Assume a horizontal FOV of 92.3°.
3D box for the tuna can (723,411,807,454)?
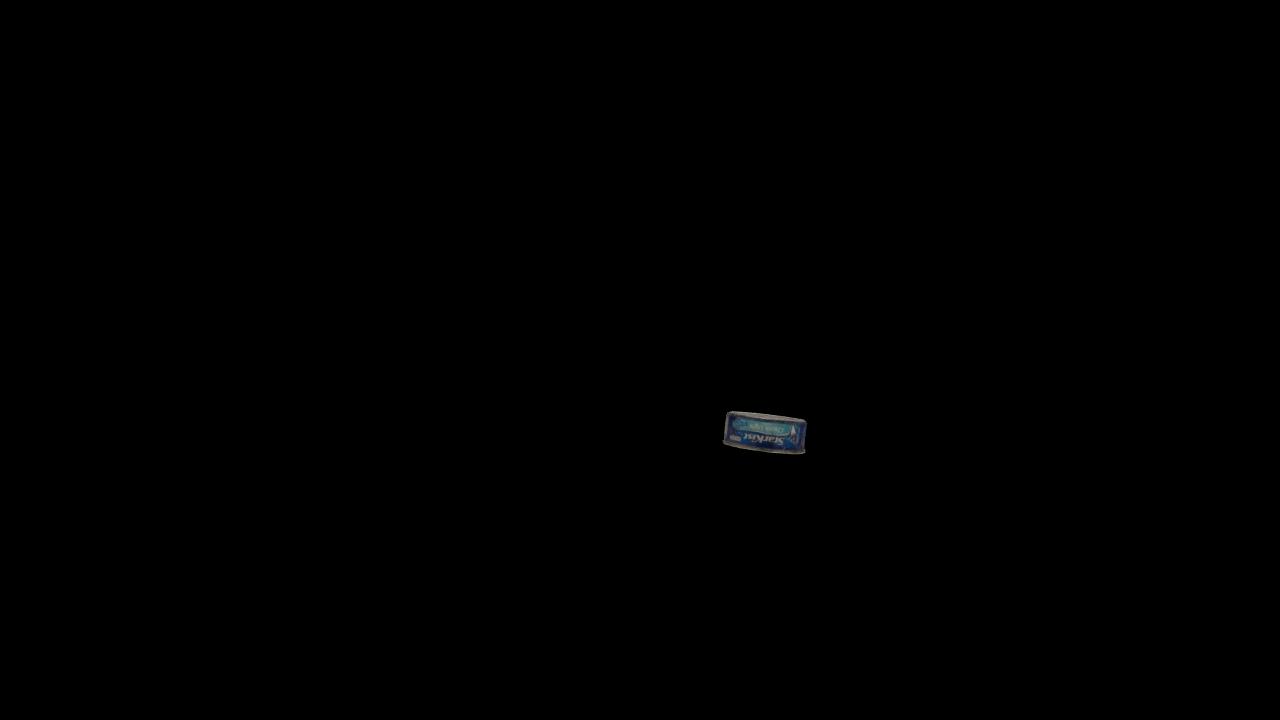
[{"bbox_3d":[0.129,0.074,0.634,0.084,0.034,0.084,6,-1,0],"label":"tuna can"}]
